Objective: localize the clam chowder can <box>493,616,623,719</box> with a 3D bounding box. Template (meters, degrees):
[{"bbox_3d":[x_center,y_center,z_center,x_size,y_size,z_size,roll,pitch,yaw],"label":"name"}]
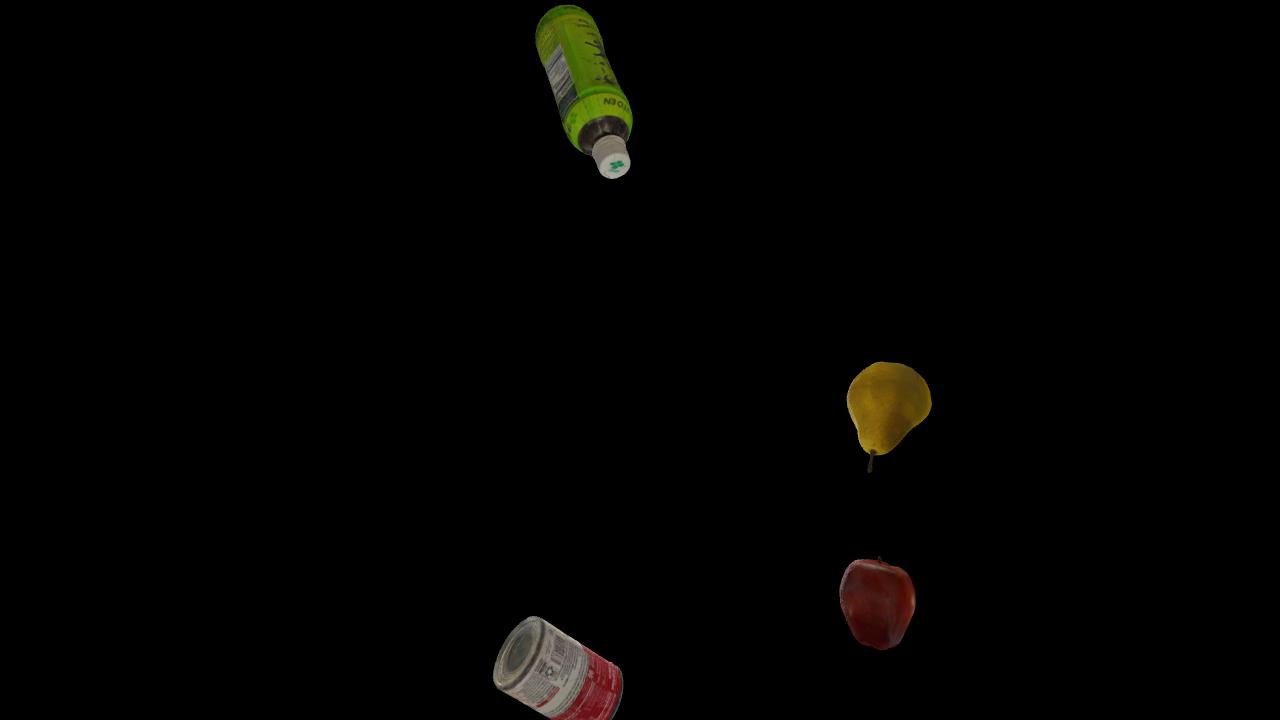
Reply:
[{"bbox_3d":[-0.074,0.290,0.563,0.102,0.068,0.068,42,-17,-20],"label":"clam chowder can"}]

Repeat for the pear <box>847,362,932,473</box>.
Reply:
[{"bbox_3d":[0.229,0.053,0.581,0.080,0.080,0.111,0,37,31],"label":"pear"}]

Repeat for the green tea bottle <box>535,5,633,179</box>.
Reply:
[{"bbox_3d":[-0.052,-0.264,0.613,0.073,0.212,0.073,-13,-28,-7],"label":"green tea bottle"}]

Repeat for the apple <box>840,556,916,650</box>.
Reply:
[{"bbox_3d":[0.254,0.259,0.663,0.079,0.093,0.079,7,-8,1],"label":"apple"}]
